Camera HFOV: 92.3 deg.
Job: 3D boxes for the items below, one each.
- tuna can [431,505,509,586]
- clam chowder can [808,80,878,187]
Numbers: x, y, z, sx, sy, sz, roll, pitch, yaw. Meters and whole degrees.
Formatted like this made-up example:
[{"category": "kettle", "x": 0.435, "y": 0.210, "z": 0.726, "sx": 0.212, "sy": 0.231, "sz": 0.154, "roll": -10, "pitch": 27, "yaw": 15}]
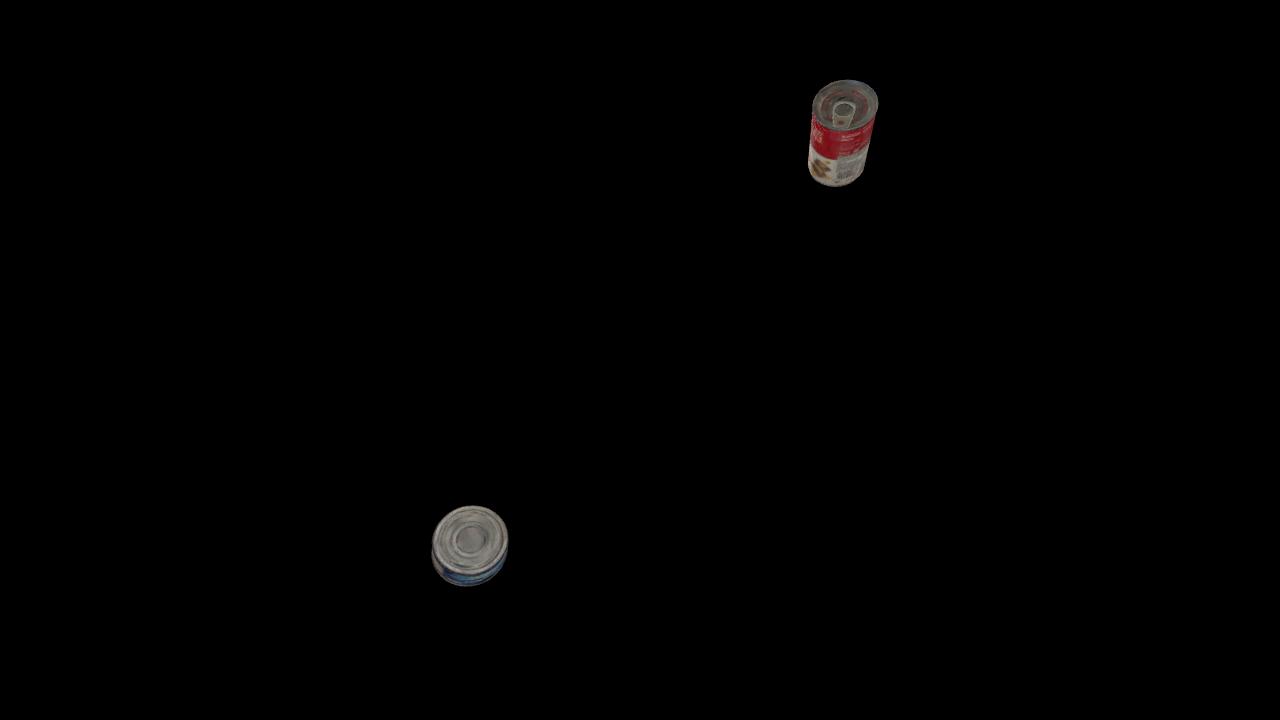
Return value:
[{"category": "tuna can", "x": -0.190, "y": 0.207, "z": 0.691, "sx": 0.084, "sy": 0.084, "sz": 0.034, "roll": 0, "pitch": -39, "yaw": -19}, {"category": "clam chowder can", "x": 0.227, "y": -0.253, "z": 0.698, "sx": 0.068, "sy": 0.068, "sz": 0.102, "roll": 0, "pitch": -21, "yaw": 13}]
